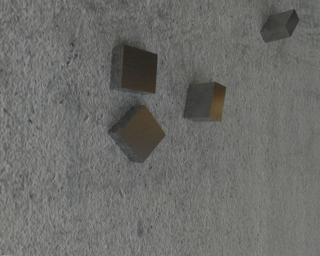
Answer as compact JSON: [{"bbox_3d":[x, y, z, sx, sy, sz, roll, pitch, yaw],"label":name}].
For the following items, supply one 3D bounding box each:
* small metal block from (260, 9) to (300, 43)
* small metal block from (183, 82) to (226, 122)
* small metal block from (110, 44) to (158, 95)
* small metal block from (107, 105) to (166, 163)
[{"bbox_3d":[0.221,-0.188,0.573,0.025,0.050,0.050,49,61,-29],"label":"small metal block"},{"bbox_3d":[0.063,-0.036,0.441,0.025,0.050,0.050,17,80,-39],"label":"small metal block"},{"bbox_3d":[-0.031,-0.069,0.378,0.050,0.025,0.050,5,87,-40],"label":"small metal block"},{"bbox_3d":[-0.027,0.007,0.381,0.050,0.025,0.050,-50,120,-28],"label":"small metal block"}]
